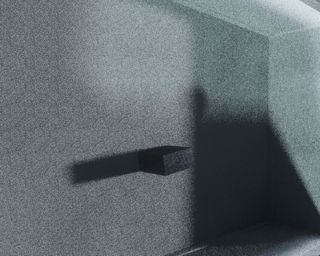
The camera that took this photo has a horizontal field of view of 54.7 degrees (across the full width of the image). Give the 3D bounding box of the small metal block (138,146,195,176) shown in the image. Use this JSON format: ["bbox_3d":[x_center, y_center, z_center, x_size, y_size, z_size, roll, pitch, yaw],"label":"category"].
[{"bbox_3d":[0.008,0.041,0.399,0.050,0.050,0.025,-11,98,-40],"label":"small metal block"}]
